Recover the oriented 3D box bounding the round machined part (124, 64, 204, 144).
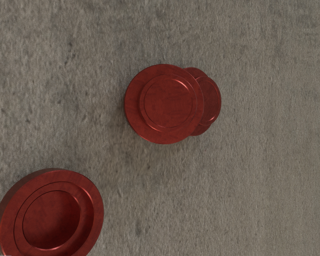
[{"bbox_3d":[0.006,-0.029,0.373,0.099,0.042,0.097,0,91,-10],"label":"round machined part"}]

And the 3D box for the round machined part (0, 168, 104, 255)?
[{"bbox_3d":[-0.109,0.088,0.304,0.099,0.042,0.097,0,90,-40],"label":"round machined part"}]

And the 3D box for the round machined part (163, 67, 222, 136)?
[{"bbox_3d":[0.049,-0.037,0.437,0.099,0.042,0.097,0,90,-40],"label":"round machined part"}]
